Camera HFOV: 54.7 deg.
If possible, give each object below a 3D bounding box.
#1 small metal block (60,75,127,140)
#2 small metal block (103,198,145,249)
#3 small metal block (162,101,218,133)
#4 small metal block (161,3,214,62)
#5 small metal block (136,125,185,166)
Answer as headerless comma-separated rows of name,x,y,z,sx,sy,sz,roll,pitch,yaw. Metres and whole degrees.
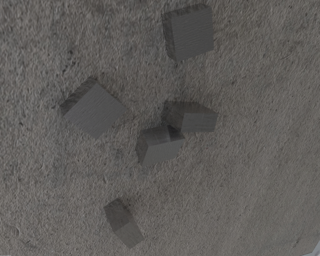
small metal block,-0.075,-0.023,0.352,0.050,0.025,0.050,-45,129,3
small metal block,-0.052,0.138,0.447,0.025,0.050,0.050,-33,129,-7
small metal block,0.038,-0.015,0.400,0.050,0.050,0.025,0,111,-28
small metal block,0.033,-0.110,0.356,0.050,0.025,0.050,-22,127,-15
small metal block,-0.001,0.022,0.408,0.050,0.025,0.050,-11,148,-22
